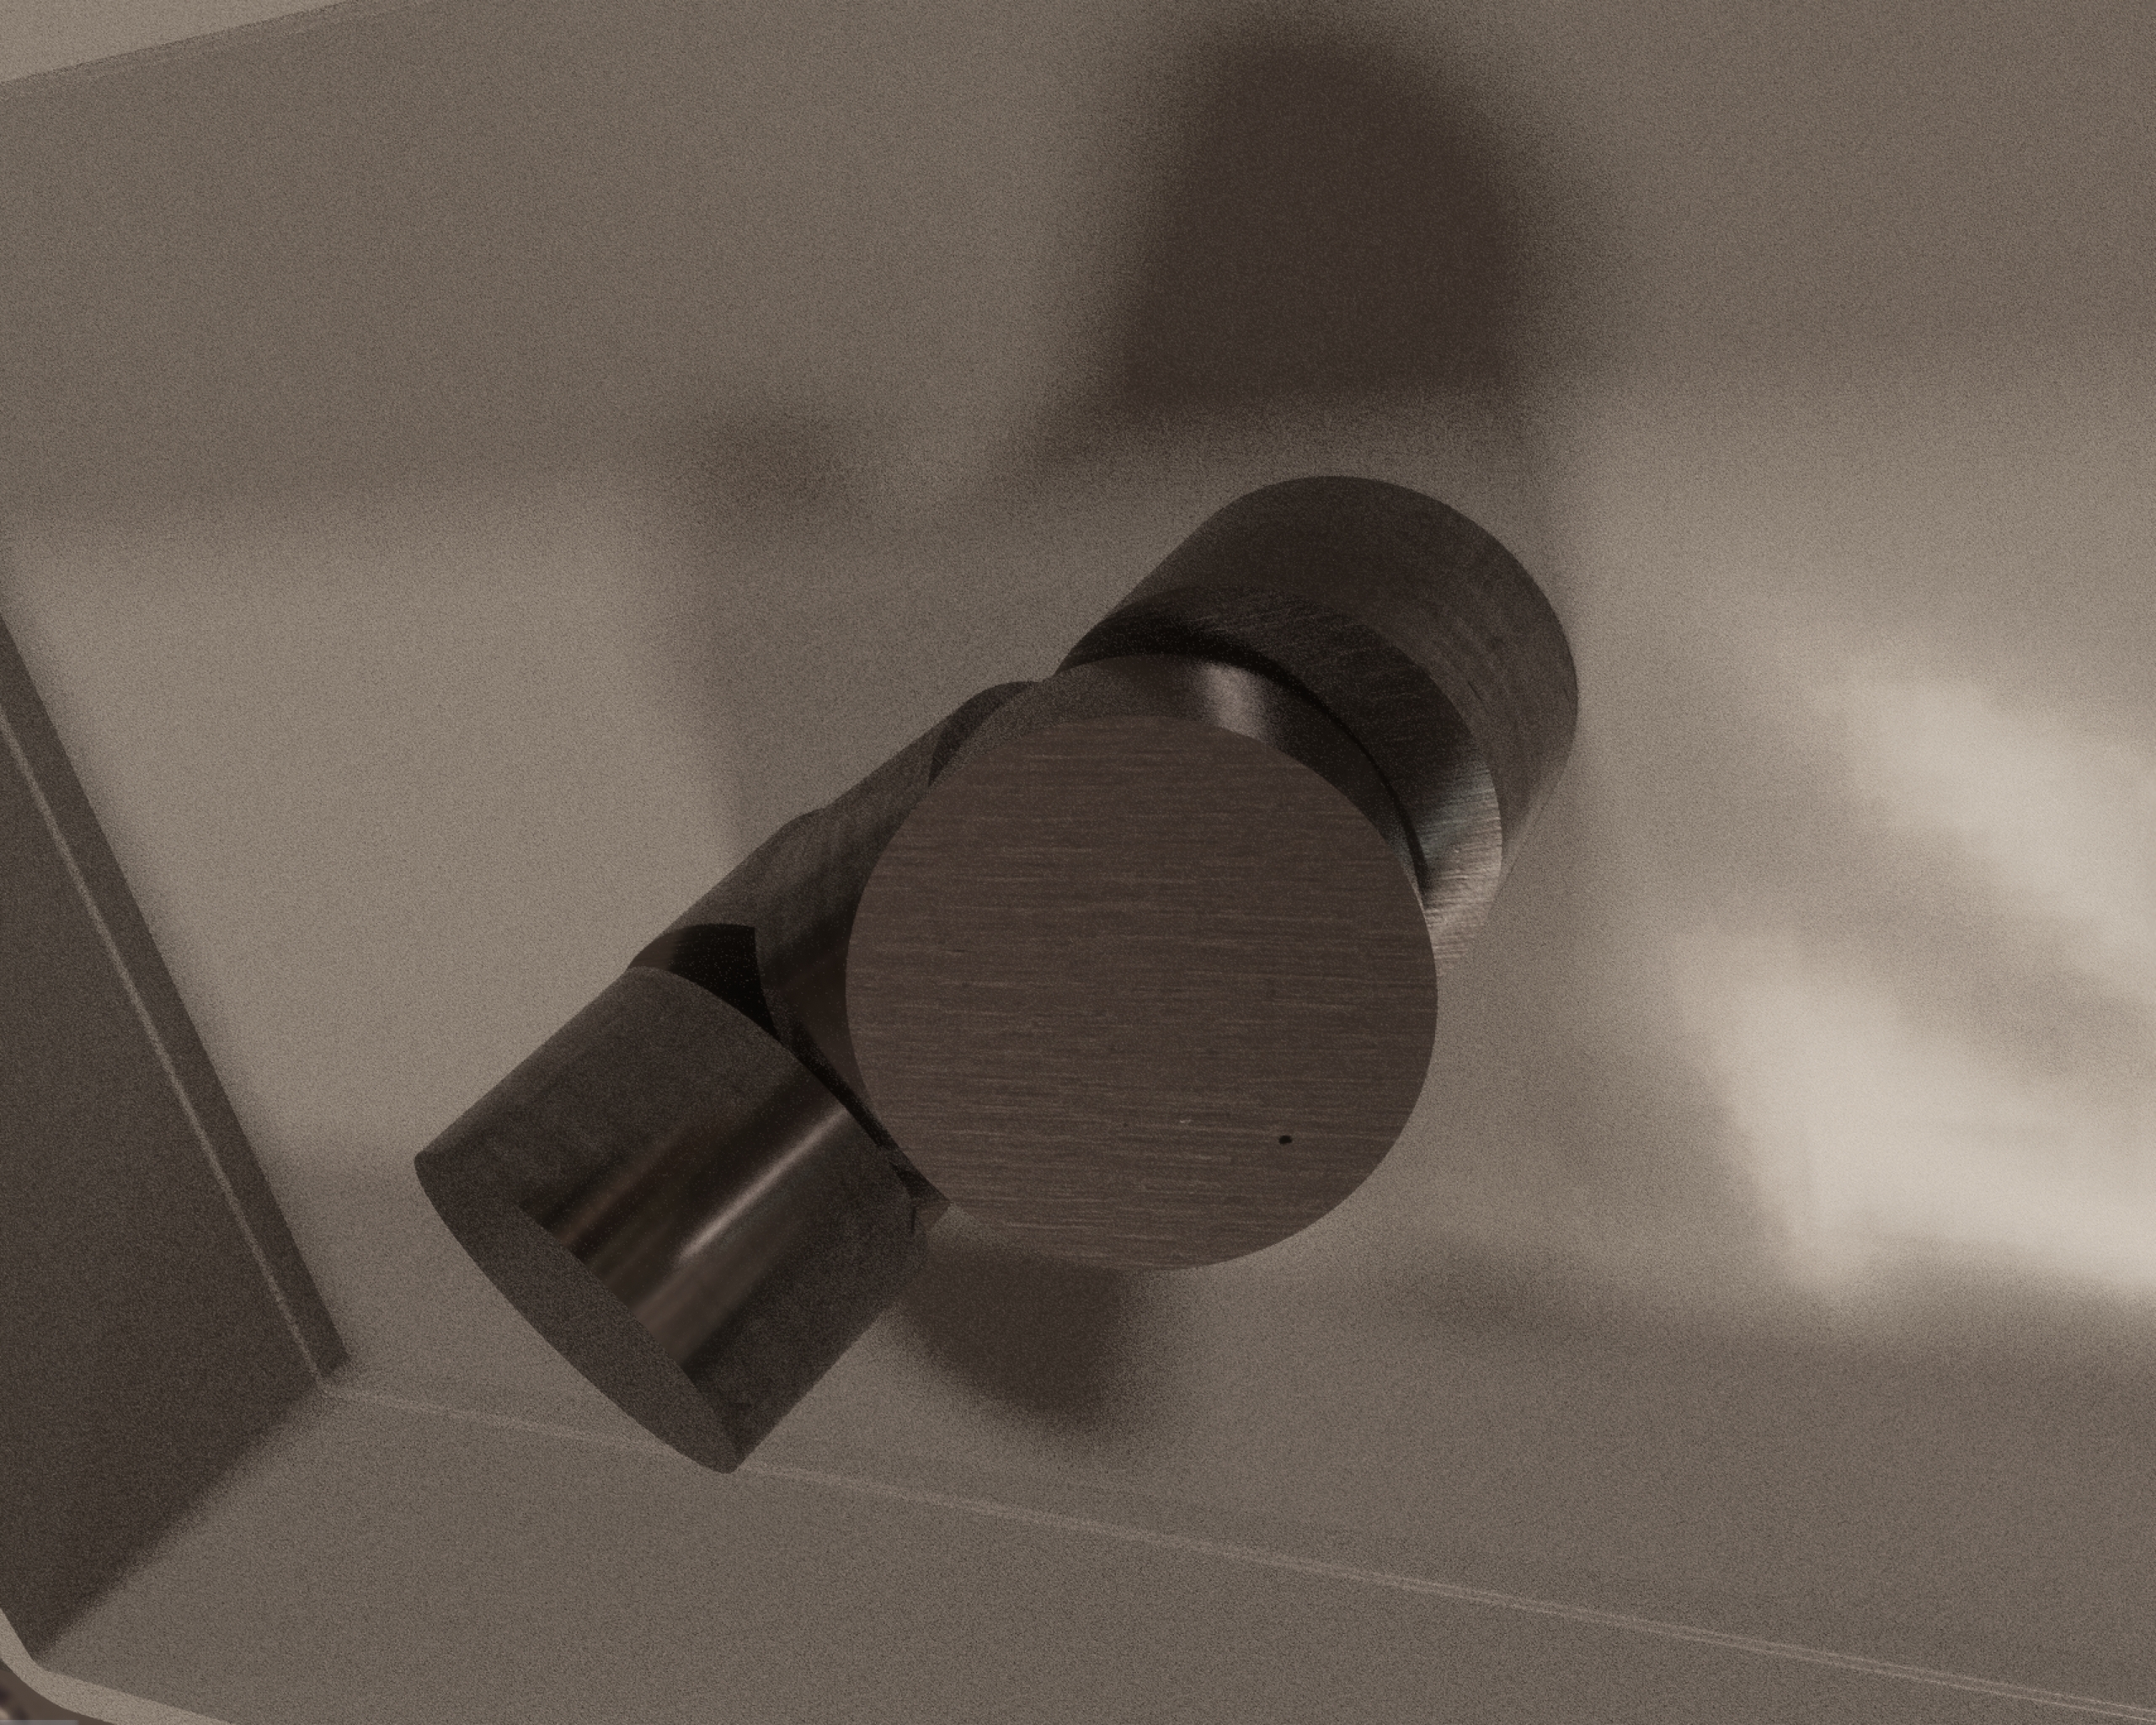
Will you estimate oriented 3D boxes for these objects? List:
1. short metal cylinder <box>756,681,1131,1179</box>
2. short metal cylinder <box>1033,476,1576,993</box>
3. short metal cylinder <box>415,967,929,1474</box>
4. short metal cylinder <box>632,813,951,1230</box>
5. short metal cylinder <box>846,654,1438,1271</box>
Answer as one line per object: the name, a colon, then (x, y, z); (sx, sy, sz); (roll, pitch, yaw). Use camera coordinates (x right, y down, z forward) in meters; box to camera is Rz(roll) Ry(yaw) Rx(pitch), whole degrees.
short metal cylinder: (-0.011, 0.014, 0.384); (0.050, 0.080, 0.080); (-33, 100, 38)
short metal cylinder: (0.039, -0.020, 0.357); (0.080, 0.050, 0.079); (13, 124, 20)
short metal cylinder: (-0.075, 0.066, 0.385); (0.080, 0.050, 0.080); (32, 150, 22)
short metal cylinder: (-0.049, 0.035, 0.436); (0.080, 0.050, 0.079); (13, 124, 20)
short metal cylinder: (0.011, 0.013, 0.307); (0.080, 0.050, 0.079); (1, 105, 5)
